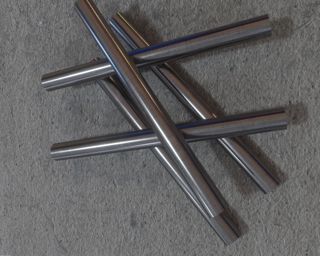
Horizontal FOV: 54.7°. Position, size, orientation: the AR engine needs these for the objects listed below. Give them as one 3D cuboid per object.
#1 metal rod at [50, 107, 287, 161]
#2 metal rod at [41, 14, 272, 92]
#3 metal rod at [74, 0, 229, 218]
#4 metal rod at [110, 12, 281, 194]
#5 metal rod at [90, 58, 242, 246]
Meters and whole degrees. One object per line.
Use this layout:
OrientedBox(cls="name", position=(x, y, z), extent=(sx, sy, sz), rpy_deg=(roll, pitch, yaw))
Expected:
OrientedBox(cls="metal rod", position=(-0.004, 0.011, 0.385), extent=(0.301, 0.025, 0.025), rpy_deg=(-9, 87, 19))
OrientedBox(cls="metal rod", position=(-0.019, -0.089, 0.390), extent=(0.301, 0.025, 0.025), rpy_deg=(-10, 87, 19))
OrientedBox(cls="metal rod", position=(-0.016, -0.033, 0.362), extent=(0.025, 0.025, 0.299), rpy_deg=(-36, 79, 16))
OrientedBox(cls="metal rod", position=(0.036, -0.040, 0.396), extent=(0.025, 0.025, 0.300), rpy_deg=(-44, 77, 14))
OrientedBox(cls="metal rod", position=(-0.002, 0.022, 0.409), extent=(0.025, 0.025, 0.300), rpy_deg=(-42, 77, 15))
